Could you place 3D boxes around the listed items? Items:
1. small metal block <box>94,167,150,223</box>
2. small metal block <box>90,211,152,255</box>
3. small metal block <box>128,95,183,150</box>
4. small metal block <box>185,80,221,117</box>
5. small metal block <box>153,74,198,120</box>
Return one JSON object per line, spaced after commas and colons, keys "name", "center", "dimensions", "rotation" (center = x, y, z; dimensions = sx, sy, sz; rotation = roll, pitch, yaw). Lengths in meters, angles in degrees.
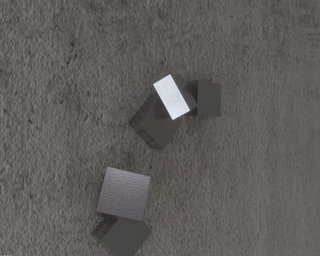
{"name": "small metal block", "center": [-0.042, 0.076, 0.349], "dimensions": [0.050, 0.025, 0.050], "rotation": [16, 63, -11]}
{"name": "small metal block", "center": [-0.045, 0.124, 0.367], "dimensions": [0.050, 0.025, 0.050], "rotation": [-48, 119, -29]}
{"name": "small metal block", "center": [-0.005, -0.008, 0.400], "dimensions": [0.050, 0.025, 0.050], "rotation": [49, 61, -29]}
{"name": "small metal block", "center": [0.064, -0.042, 0.458], "dimensions": [0.050, 0.025, 0.050], "rotation": [2, 89, -40]}
{"name": "small metal block", "center": [0.022, -0.042, 0.399], "dimensions": [0.050, 0.025, 0.050], "rotation": [61, 21, 0]}
